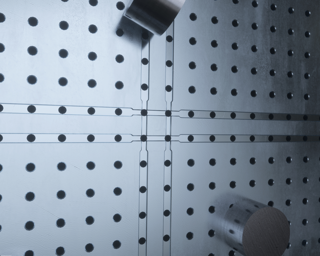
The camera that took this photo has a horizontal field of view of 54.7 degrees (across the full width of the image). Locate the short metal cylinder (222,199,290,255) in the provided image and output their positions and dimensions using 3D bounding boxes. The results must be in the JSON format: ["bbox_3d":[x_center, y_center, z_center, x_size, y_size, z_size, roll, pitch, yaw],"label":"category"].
[{"bbox_3d":[0.139,0.149,0.451,0.081,0.050,0.079,0,90,-20],"label":"short metal cylinder"}]

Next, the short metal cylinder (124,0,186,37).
[{"bbox_3d":[-0.004,-0.161,0.382,0.050,0.080,0.080,27,81,-18],"label":"short metal cylinder"}]
